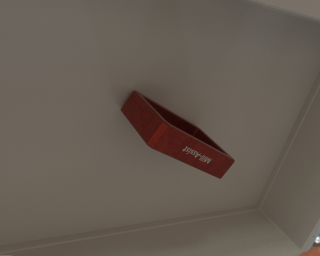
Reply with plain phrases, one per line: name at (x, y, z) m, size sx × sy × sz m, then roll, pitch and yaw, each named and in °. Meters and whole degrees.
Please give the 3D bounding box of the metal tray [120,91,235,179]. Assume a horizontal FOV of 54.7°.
metal tray at (0.023, 0.009, 0.382) m, size 0.131 × 0.090 × 0.030 m, roll 27°, pitch 103°, yaw -38°
